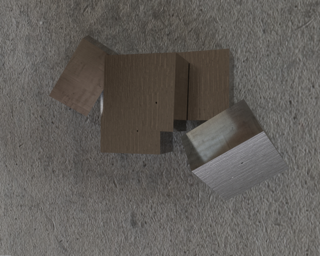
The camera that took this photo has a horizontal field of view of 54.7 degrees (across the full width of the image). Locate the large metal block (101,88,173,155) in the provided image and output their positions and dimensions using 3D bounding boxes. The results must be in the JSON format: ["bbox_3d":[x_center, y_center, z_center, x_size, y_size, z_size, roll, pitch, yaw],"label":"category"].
[{"bbox_3d":[-0.029,-0.009,0.404,0.080,0.050,0.079,0,90,19],"label":"large metal block"}]

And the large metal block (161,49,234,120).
[{"bbox_3d":[0.047,-0.049,0.380,0.080,0.050,0.079,0,90,19],"label":"large metal block"}]

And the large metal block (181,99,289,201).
[{"bbox_3d":[0.083,0.027,0.344,0.080,0.080,0.050,-33,42,17],"label":"large metal block"}]

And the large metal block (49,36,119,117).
[{"bbox_3d":[-0.095,-0.071,0.406,0.050,0.080,0.080,31,102,-17],"label":"large metal block"}]

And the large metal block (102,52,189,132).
[{"bbox_3d":[-0.015,-0.038,0.346,0.080,0.050,0.079,2,91,19],"label":"large metal block"}]
